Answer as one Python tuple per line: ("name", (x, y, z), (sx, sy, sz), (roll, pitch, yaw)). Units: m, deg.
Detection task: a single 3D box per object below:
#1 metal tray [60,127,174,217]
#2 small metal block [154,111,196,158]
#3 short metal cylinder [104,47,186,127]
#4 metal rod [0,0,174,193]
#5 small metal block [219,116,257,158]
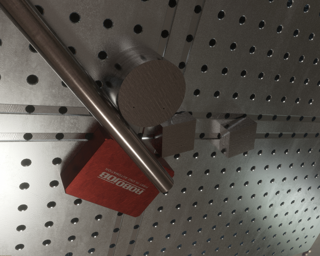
("metal tray", (-0.053, 0.064, 0.420), (0.130, 0.030, 0.090), (33, 100, -39))
("small metal block", (0.021, 0.009, 0.430), (0.050, 0.025, 0.050), (-13, 124, -22))
("short metal cylinder", (-0.018, -0.048, 0.357), (0.081, 0.050, 0.079), (-14, 125, -21))
("metal rod", (-0.067, -0.027, 0.334), (0.025, 0.025, 0.300), (-38, 122, -3))
("small metal block", (0.123, 0.014, 0.490), (0.050, 0.025, 0.050), (-17, 126, -19))
